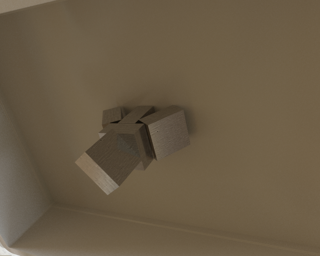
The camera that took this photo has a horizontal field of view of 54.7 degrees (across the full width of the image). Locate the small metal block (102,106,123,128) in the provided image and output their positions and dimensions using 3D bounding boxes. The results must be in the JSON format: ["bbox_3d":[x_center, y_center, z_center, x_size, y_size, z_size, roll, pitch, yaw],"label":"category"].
[{"bbox_3d":[-0.059,0.004,0.420,0.025,0.050,0.050,-15,115,-2],"label":"small metal block"}]

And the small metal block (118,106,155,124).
[{"bbox_3d":[-0.025,0.004,0.406,0.025,0.050,0.050,1,119,28],"label":"small metal block"}]

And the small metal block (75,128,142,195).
[{"bbox_3d":[-0.056,0.037,0.344,0.050,0.050,0.025,46,129,-4],"label":"small metal block"}]

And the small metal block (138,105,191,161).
[{"bbox_3d":[0.006,0.006,0.388,0.025,0.050,0.050,29,138,55],"label":"small metal block"}]

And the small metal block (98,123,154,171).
[{"bbox_3d":[-0.040,0.022,0.376,0.050,0.025,0.050,1,119,28],"label":"small metal block"}]
